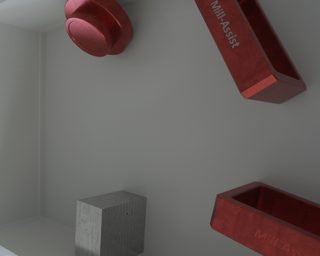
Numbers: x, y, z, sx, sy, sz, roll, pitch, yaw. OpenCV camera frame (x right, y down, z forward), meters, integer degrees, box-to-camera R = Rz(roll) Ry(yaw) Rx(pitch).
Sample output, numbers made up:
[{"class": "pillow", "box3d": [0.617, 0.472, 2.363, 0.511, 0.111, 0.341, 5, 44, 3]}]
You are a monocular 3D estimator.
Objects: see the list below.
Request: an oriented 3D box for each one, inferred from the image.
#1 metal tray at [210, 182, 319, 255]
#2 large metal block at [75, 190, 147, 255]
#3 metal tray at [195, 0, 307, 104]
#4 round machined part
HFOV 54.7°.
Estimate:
[{"class": "metal tray", "box3d": [0.121, 0.088, 0.263, 0.130, 0.091, 0.030, 18, 102, 38]}, {"class": "large metal block", "box3d": [-0.066, 0.136, 0.423, 0.050, 0.081, 0.079, 5, 94, 39]}, {"class": "metal tray", "box3d": [0.083, -0.088, 0.294, 0.030, 0.091, 0.130, -33, 70, 35]}, {"class": "round machined part", "box3d": [-0.090, -0.138, 0.429, 0.098, 0.098, 0.042, 6, 56, 39]}]
